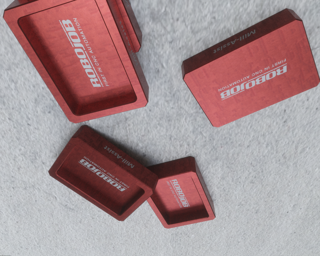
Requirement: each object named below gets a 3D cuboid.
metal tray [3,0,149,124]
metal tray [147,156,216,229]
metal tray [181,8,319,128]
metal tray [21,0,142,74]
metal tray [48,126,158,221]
[{"bbox_3d":[-0.073,-0.070,0.303,0.090,0.030,0.129,-13,129,10],"label":"metal tray"},{"bbox_3d":[0.029,0.108,0.495,0.090,0.030,0.130,-16,129,12],"label":"metal tray"},{"bbox_3d":[0.102,-0.062,0.353,0.130,0.030,0.090,-24,127,19],"label":"metal tray"},{"bbox_3d":[-0.081,-0.124,0.297,0.090,0.030,0.130,-15,129,12],"label":"metal tray"},{"bbox_3d":[-0.080,0.067,0.437,0.130,0.030,0.090,36,122,-9],"label":"metal tray"}]
